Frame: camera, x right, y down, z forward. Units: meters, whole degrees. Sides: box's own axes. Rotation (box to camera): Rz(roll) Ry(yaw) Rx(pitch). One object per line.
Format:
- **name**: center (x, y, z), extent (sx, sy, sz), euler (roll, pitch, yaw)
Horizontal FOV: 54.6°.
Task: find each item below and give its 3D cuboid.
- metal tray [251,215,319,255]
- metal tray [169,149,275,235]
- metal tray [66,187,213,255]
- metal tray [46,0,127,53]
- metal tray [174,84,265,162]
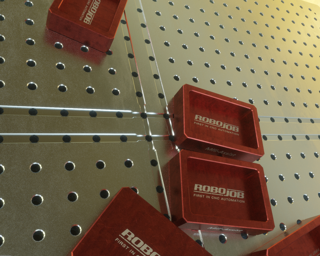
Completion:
- **metal tray**: center (0.188, 0.177, 0.397), extent (0.131, 0.030, 0.090), euler (-13, 68, -33)
- **metal tray**: center (0.078, 0.083, 0.395), extent (0.131, 0.030, 0.090), euler (12, 57, -22)
- **metal tray**: center (-0.015, 0.135, 0.314), extent (0.130, 0.030, 0.090), euler (40, 51, -1)
- **metal tray**: center (-0.101, -0.181, 0.460), extent (0.090, 0.030, 0.130), euler (21, 54, -16)
- **metal tray**: center (0.085, -0.005, 0.453), extent (0.131, 0.030, 0.090), euler (14, 56, -20)
